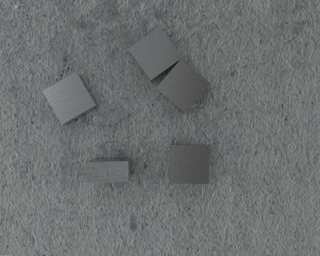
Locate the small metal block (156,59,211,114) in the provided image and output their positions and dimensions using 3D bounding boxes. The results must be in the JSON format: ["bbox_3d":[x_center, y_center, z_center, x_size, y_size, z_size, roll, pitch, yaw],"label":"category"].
[{"bbox_3d":[0.030,-0.054,0.410,0.050,0.025,0.050,40,90,0],"label":"small metal block"}]

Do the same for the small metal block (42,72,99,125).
[{"bbox_3d":[-0.116,-0.038,0.409,0.050,0.025,0.050,-30,90,0],"label":"small metal block"}]

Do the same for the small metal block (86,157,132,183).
[{"bbox_3d":[-0.063,0.053,0.397,0.050,0.050,0.025,-1,90,0],"label":"small metal block"}]

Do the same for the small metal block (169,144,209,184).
[{"bbox_3d":[0.038,0.047,0.410,0.050,0.025,0.050,1,90,0],"label":"small metal block"}]

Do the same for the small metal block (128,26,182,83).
[{"bbox_3d":[-0.006,-0.096,0.410,0.050,0.025,0.050,-36,90,0],"label":"small metal block"}]
